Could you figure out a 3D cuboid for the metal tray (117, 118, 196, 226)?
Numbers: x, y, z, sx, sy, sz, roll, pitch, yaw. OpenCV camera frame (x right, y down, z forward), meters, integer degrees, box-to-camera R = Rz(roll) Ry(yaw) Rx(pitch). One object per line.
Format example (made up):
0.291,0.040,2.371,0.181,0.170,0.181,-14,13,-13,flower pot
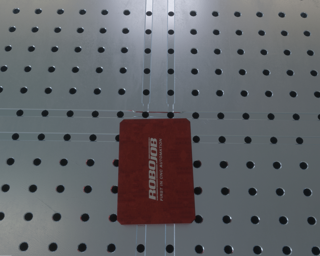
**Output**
-0.005,0.054,0.390,0.090,0.030,0.130,-1,70,-1,metal tray
